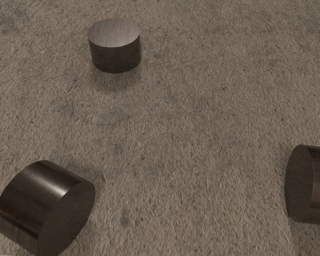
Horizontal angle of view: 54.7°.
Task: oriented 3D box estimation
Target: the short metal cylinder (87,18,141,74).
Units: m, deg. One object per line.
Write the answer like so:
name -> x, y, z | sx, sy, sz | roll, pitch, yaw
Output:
short metal cylinder -> -0.072, -0.133, 0.498 | 0.081, 0.050, 0.080 | 0, 50, 0

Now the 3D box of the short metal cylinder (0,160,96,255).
short metal cylinder -> -0.108, 0.078, 0.301 | 0.050, 0.080, 0.080 | 23, 54, 18

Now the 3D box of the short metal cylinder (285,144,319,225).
short metal cylinder -> 0.168, 0.059, 0.320 | 0.050, 0.080, 0.080 | 6, 50, 5
